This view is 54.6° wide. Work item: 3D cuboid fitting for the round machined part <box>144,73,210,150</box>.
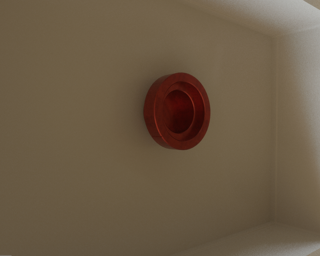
[{"bbox_3d":[0.018,-0.021,0.405,0.099,0.042,0.097,0,90,-40],"label":"round machined part"}]
